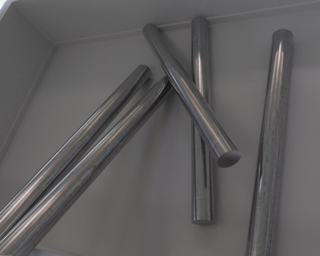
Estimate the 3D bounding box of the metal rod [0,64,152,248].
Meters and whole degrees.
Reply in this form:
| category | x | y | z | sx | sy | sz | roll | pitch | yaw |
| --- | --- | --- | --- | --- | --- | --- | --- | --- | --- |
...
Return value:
| category | x | y | z | sx | sy | sz | roll | pitch | yaw |
| --- | --- | --- | --- | --- | --- | --- | --- | --- | --- |
| metal rod | -0.084 | 0.005 | 0.370 | 0.025 | 0.025 | 0.301 | 2 | 38 | 29 |

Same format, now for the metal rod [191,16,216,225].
| category | x | y | z | sx | sy | sz | roll | pitch | yaw |
| --- | --- | --- | --- | --- | --- | --- | --- | --- | --- |
| metal rod | 0.053 | -0.031 | 0.397 | 0.025 | 0.025 | 0.299 | -11 | 57 | 22 |

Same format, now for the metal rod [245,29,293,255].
| category | x | y | z | sx | sy | sz | roll | pitch | yaw |
| --- | --- | --- | --- | --- | --- | --- | --- | --- | --- |
| metal rod | 0.120 | 0.014 | 0.333 | 0.025 | 0.025 | 0.300 | 1 | 62 | 29 |

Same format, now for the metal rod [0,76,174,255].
| category | x | y | z | sx | sy | sz | roll | pitch | yaw |
| --- | --- | --- | --- | --- | --- | --- | --- | --- | --- |
| metal rod | -0.058 | 0.023 | 0.339 | 0.025 | 0.025 | 0.301 | 6 | 38 | 31 |

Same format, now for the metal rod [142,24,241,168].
| category | x | y | z | sx | sy | sz | roll | pitch | yaw |
| --- | --- | --- | --- | --- | --- | --- | --- | --- | --- |
| metal rod | 0.025 | -0.066 | 0.407 | 0.025 | 0.025 | 0.300 | -32 | 44 | 8 |
